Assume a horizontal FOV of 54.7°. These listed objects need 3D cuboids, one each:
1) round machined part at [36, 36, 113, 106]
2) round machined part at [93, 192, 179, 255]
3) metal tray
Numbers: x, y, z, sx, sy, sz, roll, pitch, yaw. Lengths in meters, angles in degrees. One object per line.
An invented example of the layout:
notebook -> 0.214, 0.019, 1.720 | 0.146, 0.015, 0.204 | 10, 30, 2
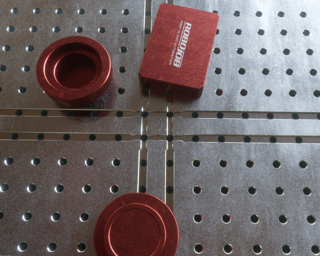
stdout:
round machined part -> -0.115, -0.074, 0.429 | 0.099, 0.042, 0.098 | 0, 70, 0
round machined part -> -0.028, 0.123, 0.357 | 0.099, 0.042, 0.098 | 0, 70, 0
metal tray -> 0.029, -0.114, 0.451 | 0.090, 0.030, 0.130 | 13, 70, 4
